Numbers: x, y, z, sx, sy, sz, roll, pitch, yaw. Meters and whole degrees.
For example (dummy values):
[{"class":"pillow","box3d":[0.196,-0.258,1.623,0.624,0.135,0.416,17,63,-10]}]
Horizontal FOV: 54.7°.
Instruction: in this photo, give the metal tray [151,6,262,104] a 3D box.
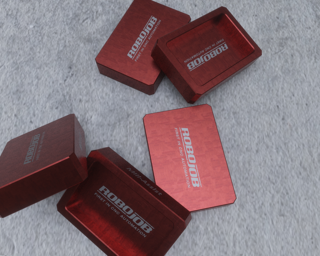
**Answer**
[{"class":"metal tray","box3d":[0.065,-0.102,0.420,0.131,0.030,0.090,-34,84,-25]}]

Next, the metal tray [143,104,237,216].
[{"class":"metal tray","box3d":[0.034,0.040,0.391,0.091,0.030,0.129,-10,70,-4]}]

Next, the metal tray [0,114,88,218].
[{"class":"metal tray","box3d":[-0.131,0.033,0.344,0.090,0.130,0.030,-24,115,-6]}]

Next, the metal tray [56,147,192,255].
[{"class":"metal tray","box3d":[-0.042,0.094,0.349,0.130,0.030,0.090,37,103,12]}]

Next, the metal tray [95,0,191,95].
[{"class":"metal tray","box3d":[-0.022,-0.122,0.450,0.090,0.030,0.130,25,72,8]}]
